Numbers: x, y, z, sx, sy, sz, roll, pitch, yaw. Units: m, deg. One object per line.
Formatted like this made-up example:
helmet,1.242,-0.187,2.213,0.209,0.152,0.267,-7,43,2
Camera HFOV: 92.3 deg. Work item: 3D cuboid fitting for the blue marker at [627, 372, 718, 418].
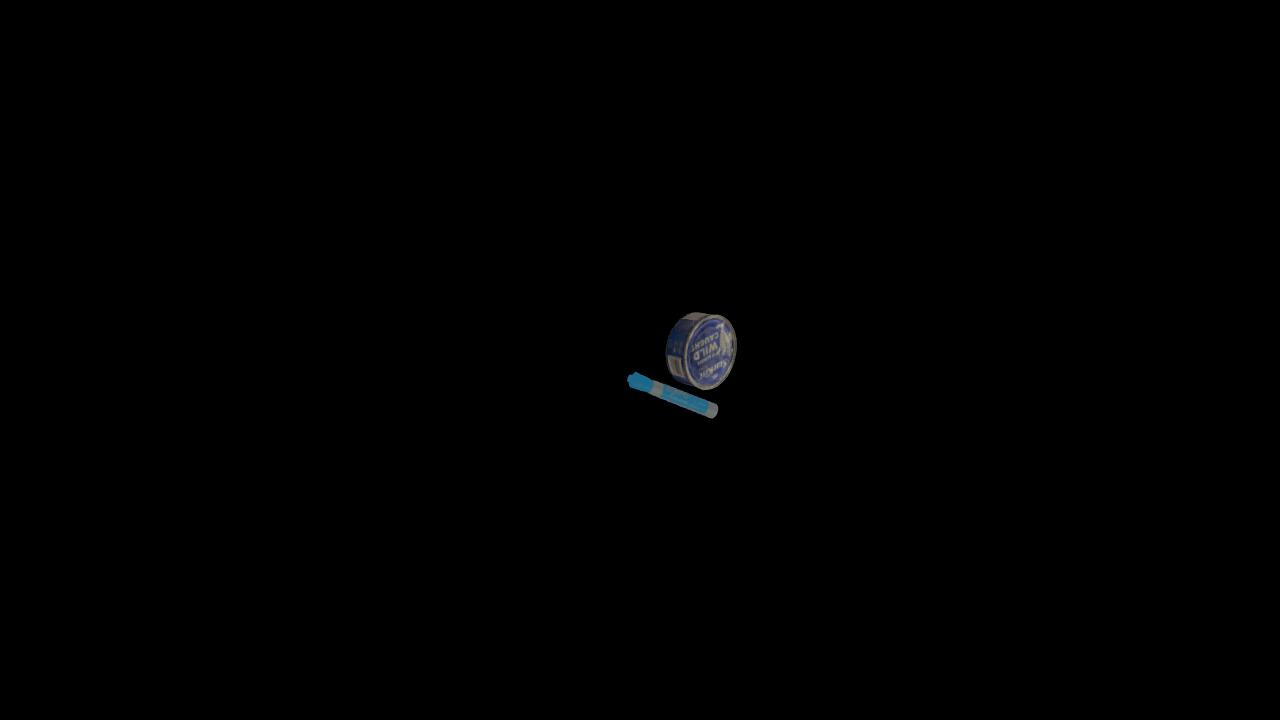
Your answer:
blue marker,0.038,0.041,0.717,0.121,0.020,0.020,22,-9,-24

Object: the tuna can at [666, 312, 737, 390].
tuna can,0.068,-0.010,0.684,0.084,0.084,0.034,0,9,-42
